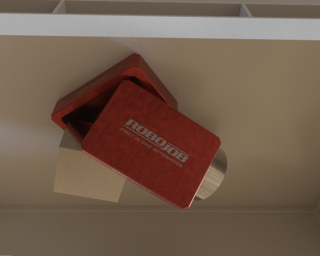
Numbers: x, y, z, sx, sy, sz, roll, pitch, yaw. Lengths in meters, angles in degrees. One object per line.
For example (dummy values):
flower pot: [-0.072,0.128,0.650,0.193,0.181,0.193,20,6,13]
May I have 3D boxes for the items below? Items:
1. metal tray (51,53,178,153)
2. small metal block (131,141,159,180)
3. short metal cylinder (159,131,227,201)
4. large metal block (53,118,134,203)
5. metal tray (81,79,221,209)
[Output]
metal tray: [-0.055,-0.022,0.384,0.130,0.030,0.090,-27,126,21]
small metal block: [-0.026,0.048,0.448,0.050,0.025,0.050,-23,127,18]
short metal cylinder: [0.042,0.050,0.415,0.050,0.080,0.080,32,123,-25]
large metal block: [-0.081,0.042,0.383,0.081,0.050,0.079,13,129,-11]
metal tray: [-0.008,0.019,0.342,0.130,0.090,0.030,32,162,-8]
